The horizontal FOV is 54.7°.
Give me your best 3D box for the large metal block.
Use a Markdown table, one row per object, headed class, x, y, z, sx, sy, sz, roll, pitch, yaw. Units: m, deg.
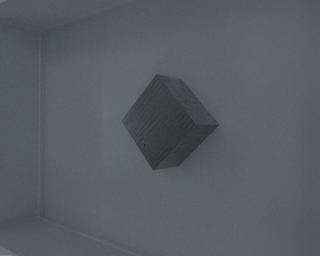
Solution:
| class | x | y | z | sx | sy | sz | roll | pitch | yaw |
| --- | --- | --- | --- | --- | --- | --- | --- | --- | --- |
| large metal block | 0.010 | -0.007 | 0.380 | 0.080 | 0.050 | 0.080 | -50 | 61 | 28 |
